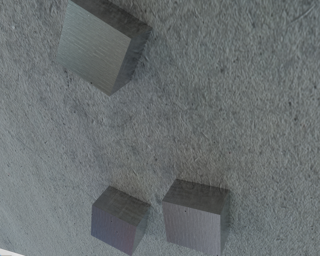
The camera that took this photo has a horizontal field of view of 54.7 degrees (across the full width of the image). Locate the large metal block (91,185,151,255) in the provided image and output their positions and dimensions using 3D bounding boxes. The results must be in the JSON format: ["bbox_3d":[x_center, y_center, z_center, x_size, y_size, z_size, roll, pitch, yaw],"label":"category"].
[{"bbox_3d":[-0.067,0.156,0.523,0.080,0.050,0.079,22,127,15],"label":"large metal block"}]

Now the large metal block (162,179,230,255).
[{"bbox_3d":[0.053,0.126,0.441,0.080,0.050,0.079,8,122,24],"label":"large metal block"}]

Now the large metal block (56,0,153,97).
[{"bbox_3d":[-0.067,-0.098,0.366,0.080,0.050,0.079,34,129,6],"label":"large metal block"}]
